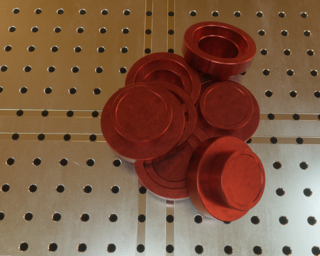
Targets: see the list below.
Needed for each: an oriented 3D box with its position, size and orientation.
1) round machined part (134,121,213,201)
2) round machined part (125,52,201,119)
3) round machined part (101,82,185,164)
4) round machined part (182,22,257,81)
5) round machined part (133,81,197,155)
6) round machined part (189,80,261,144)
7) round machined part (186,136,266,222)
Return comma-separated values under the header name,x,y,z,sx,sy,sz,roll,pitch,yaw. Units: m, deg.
name,x,y,z,sx,sy,sz,roll,pitch,yaw
round machined part,0.018,0.041,0.388,0.099,0.042,0.098,0,70,0
round machined part,0.004,-0.050,0.421,0.099,0.042,0.098,0,70,0
round machined part,-0.020,-0.010,0.361,0.099,0.042,0.098,0,70,0
round machined part,0.078,-0.102,0.429,0.099,0.042,0.098,4,49,-5
round machined part,-0.003,-0.009,0.406,0.099,0.042,0.098,0,70,0
round machined part,0.084,-0.022,0.411,0.099,0.042,0.098,0,70,0
round machined part,0.082,0.058,0.356,0.099,0.042,0.098,3,84,-32
